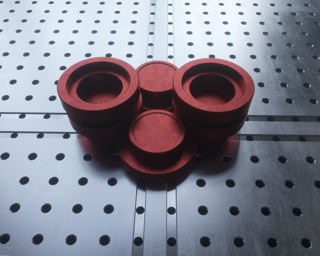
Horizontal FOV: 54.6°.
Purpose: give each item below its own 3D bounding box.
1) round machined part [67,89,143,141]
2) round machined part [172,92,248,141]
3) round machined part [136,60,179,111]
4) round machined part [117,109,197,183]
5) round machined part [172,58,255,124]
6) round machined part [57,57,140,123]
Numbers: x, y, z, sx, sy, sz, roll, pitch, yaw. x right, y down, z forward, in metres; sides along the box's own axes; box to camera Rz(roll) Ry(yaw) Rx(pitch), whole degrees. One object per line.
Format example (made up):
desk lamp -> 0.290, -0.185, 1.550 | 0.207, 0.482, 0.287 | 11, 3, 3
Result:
round machined part -> -0.072, -0.022, 0.414 | 0.099, 0.042, 0.098 | 0, 50, 0
round machined part -> 0.065, -0.022, 0.414 | 0.099, 0.042, 0.098 | 0, 50, 0
round machined part -> -0.003, -0.060, 0.447 | 0.099, 0.042, 0.098 | 0, 50, 0
round machined part -> -0.004, 0.015, 0.383 | 0.099, 0.042, 0.098 | 0, 50, 0
round machined part -> 0.064, -0.041, 0.389 | 0.099, 0.042, 0.098 | 0, 50, 0
round machined part -> -0.074, -0.043, 0.390 | 0.099, 0.042, 0.098 | 0, 50, 0
